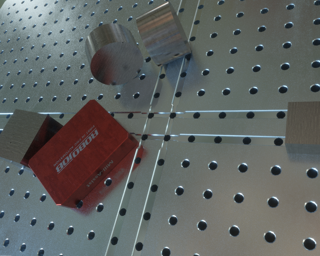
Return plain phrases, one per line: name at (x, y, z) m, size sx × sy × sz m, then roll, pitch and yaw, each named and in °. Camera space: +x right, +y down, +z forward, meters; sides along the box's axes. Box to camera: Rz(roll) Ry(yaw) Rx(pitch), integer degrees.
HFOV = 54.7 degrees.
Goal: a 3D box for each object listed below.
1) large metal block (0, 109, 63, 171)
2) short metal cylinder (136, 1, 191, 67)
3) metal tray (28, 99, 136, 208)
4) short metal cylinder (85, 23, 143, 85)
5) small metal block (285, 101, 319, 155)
large metal block at (-0.204, 0.021, 0.487) m, size 0.080 × 0.050 × 0.080 m, roll 9°, pitch 66°, yaw 32°
short metal cylinder at (0.007, -0.136, 0.453) m, size 0.050 × 0.080 × 0.080 m, roll -22°, pitch 54°, yaw 15°
metal tray at (-0.109, 0.034, 0.431) m, size 0.130 × 0.030 × 0.090 m, roll -46°, pitch 62°, yaw -4°
short metal cylinder at (-0.072, -0.113, 0.480) m, size 0.080 × 0.080 × 0.050 m, roll -30°, pitch 52°, yaw 9°
small metal block at (0.161, 0.000, 0.324) m, size 0.050 × 0.025 × 0.050 m, roll 1°, pitch 62°, yaw 28°
